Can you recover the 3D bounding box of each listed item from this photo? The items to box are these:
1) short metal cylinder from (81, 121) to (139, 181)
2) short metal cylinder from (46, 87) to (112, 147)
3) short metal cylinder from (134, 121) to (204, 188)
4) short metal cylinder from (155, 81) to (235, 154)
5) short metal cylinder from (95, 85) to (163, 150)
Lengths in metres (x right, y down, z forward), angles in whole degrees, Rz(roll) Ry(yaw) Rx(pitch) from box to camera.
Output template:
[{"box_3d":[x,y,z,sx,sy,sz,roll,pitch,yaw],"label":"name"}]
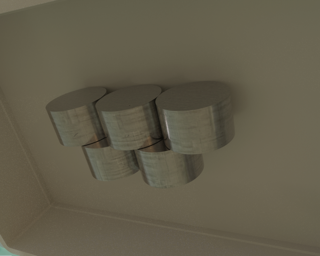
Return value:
[{"box_3d":[-0.062,0.028,0.421,0.080,0.080,0.050,1,119,28],"label":"short metal cylinder"},{"box_3d":[-0.104,-0.017,0.415,0.080,0.080,0.050,1,119,28],"label":"short metal cylinder"},{"box_3d":[0.011,0.030,0.384,0.080,0.080,0.050,1,119,28],"label":"short metal cylinder"},{"box_3d":[0.039,-0.014,0.342,0.080,0.080,0.050,2,119,27],"label":"short metal cylinder"},{"box_3d":[-0.032,-0.015,0.379,0.080,0.080,0.050,1,119,28],"label":"short metal cylinder"}]
